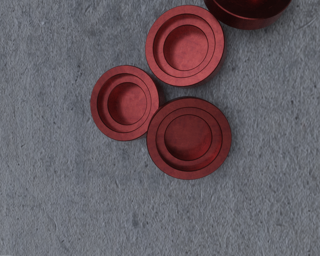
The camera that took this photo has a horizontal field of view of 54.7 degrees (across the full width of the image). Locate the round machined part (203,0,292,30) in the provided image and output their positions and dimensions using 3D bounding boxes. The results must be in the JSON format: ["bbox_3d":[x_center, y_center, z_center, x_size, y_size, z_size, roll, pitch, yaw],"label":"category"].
[{"bbox_3d":[0.096,-0.154,0.353,0.099,0.042,0.098,1,75,-2],"label":"round machined part"}]

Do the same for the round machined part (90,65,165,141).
[{"bbox_3d":[-0.039,-0.032,0.414,0.098,0.042,0.097,0,90,20],"label":"round machined part"}]

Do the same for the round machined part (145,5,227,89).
[{"bbox_3d":[0.035,-0.098,0.388,0.098,0.042,0.097,0,90,20],"label":"round machined part"}]

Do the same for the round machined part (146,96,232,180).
[{"bbox_3d":[0.033,0.010,0.376,0.099,0.042,0.097,0,101,-1],"label":"round machined part"}]
